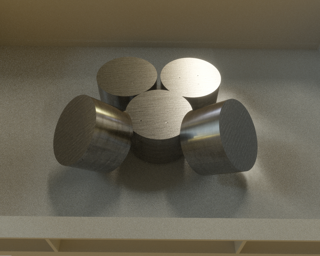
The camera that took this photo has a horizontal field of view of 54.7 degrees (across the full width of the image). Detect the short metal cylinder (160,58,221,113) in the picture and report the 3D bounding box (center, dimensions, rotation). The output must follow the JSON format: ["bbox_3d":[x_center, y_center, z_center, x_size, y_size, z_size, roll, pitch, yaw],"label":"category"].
[{"bbox_3d":[0.041,-0.053,0.432,0.081,0.050,0.080,0,50,0],"label":"short metal cylinder"}]

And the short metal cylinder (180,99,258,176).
[{"bbox_3d":[0.068,0.012,0.350,0.050,0.080,0.080,-15,37,41],"label":"short metal cylinder"}]

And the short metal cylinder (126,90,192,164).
[{"bbox_3d":[-0.001,-0.002,0.386,0.081,0.050,0.080,0,50,0],"label":"short metal cylinder"}]

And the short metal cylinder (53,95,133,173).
[{"bbox_3d":[-0.077,0.008,0.352,0.050,0.080,0.080,22,33,-44],"label":"short metal cylinder"}]

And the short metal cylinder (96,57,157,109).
[{"bbox_3d":[-0.044,-0.054,0.430,0.081,0.050,0.080,0,50,0],"label":"short metal cylinder"}]
